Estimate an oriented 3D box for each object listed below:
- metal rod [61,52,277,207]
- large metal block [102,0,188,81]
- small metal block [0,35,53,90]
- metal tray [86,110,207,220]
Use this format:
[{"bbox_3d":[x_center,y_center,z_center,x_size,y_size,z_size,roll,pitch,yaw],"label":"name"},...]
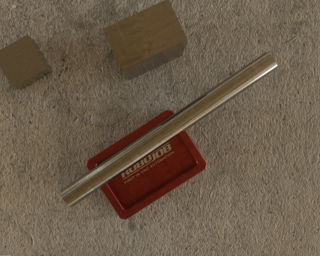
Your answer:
[{"bbox_3d":[0.011,0.002,0.379,0.301,0.025,0.025,-34,90,-1],"label":"metal rod"},{"bbox_3d":[-0.017,-0.104,0.382,0.080,0.080,0.050,-25,90,0],"label":"large metal block"},{"bbox_3d":[-0.179,-0.085,0.408,0.050,0.025,0.050,-30,90,-1],"label":"small metal block"},{"bbox_3d":[-0.017,0.046,0.407,0.130,0.030,0.090,-33,90,-1],"label":"metal tray"}]
